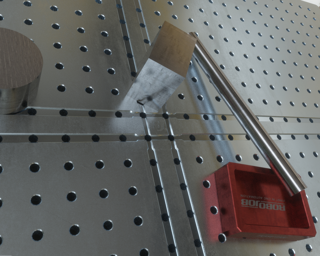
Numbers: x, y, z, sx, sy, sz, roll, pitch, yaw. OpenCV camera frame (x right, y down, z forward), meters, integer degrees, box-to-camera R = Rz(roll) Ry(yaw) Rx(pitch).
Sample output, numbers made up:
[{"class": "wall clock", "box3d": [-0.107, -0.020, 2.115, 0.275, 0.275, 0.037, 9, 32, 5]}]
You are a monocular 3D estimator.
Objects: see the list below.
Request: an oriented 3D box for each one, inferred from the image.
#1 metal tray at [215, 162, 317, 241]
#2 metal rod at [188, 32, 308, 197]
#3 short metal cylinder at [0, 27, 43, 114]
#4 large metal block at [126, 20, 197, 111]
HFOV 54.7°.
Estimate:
[{"class": "metal tray", "box3d": [0.142, 0.101, 0.419, 0.131, 0.030, 0.090, 11, 57, -22]}, {"class": "metal rod", "box3d": [0.116, -0.035, 0.469, 0.025, 0.025, 0.299, -13, 61, -33]}, {"class": "short metal cylinder", "box3d": [-0.173, -0.062, 0.336, 0.081, 0.050, 0.080, 14, 56, -21]}, {"class": "large metal block", "box3d": [0.002, -0.083, 0.425, 0.050, 0.080, 0.080, 27, 52, -12]}]
